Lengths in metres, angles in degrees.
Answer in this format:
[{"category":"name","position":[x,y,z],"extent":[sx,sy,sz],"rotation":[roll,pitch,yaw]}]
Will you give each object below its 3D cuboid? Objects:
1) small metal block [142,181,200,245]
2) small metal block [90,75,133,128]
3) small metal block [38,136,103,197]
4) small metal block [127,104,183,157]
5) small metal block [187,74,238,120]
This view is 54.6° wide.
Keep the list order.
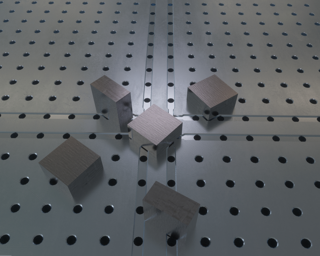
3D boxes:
[{"category":"small metal block","position":[0.011,0.087,0.318],"extent":[0.050,0.050,0.025],"rotation":[25,55,19]},{"category":"small metal block","position":[-0.065,-0.036,0.422],"extent":[0.050,0.050,0.025],"rotation":[35,58,26]},{"category":"small metal block","position":[-0.105,0.045,0.370],"extent":[0.050,0.025,0.050],"rotation":[31,56,23]},{"category":"small metal block","position":[-0.006,0.002,0.406],"extent":[0.050,0.025,0.050],"rotation":[34,58,25]},{"category":"small metal block","position":[0.074,-0.045,0.446],"extent":[0.050,0.025,0.050],"rotation":[-27,55,-21]}]
